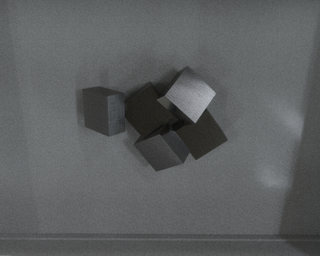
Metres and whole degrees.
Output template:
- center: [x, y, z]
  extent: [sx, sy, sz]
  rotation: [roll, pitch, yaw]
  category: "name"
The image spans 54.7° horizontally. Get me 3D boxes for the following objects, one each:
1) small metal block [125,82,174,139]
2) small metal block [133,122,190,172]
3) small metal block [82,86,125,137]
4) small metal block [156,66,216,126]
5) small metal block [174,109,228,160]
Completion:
- center: [-0.017, -0.023, 0.401]
  extent: [0.050, 0.025, 0.050]
  rotation: [-36, 107, 12]
  category: "small metal block"
- center: [0.002, 0.026, 0.407]
  extent: [0.050, 0.025, 0.050]
  rotation: [-23, 112, 41]
  category: "small metal block"
- center: [-0.070, -0.022, 0.386]
  extent: [0.050, 0.025, 0.050]
  rotation: [18, 116, 40]
  category: "small metal block"
- center: [0.033, -0.039, 0.383]
  extent: [0.050, 0.025, 0.050]
  rotation: [41, 70, -14]
  category: "small metal block"
- center: [0.054, 0.006, 0.413]
  extent: [0.050, 0.025, 0.050]
  rotation: [-34, 107, 11]
  category: "small metal block"
